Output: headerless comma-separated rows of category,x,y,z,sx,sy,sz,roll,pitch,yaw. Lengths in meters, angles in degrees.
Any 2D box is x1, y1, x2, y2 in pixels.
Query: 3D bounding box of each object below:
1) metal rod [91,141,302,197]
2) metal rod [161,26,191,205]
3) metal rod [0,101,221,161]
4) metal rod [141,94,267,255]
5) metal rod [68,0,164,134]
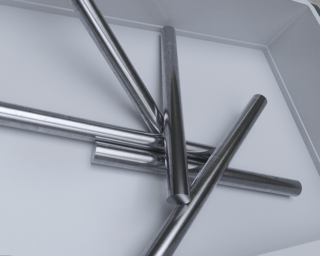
metal rod,0.063,0.058,0.403,0.302,0.025,0.025,13,57,-21
metal rod,0.016,-0.042,0.413,0.025,0.025,0.300,16,47,-20
metal rod,-0.046,0.011,0.373,0.302,0.025,0.025,12,57,-21
metal rod,0.071,0.045,0.382,0.025,0.025,0.301,43,52,1
metal rod,-0.073,-0.117,0.358,0.025,0.025,0.299,-48,115,-39
